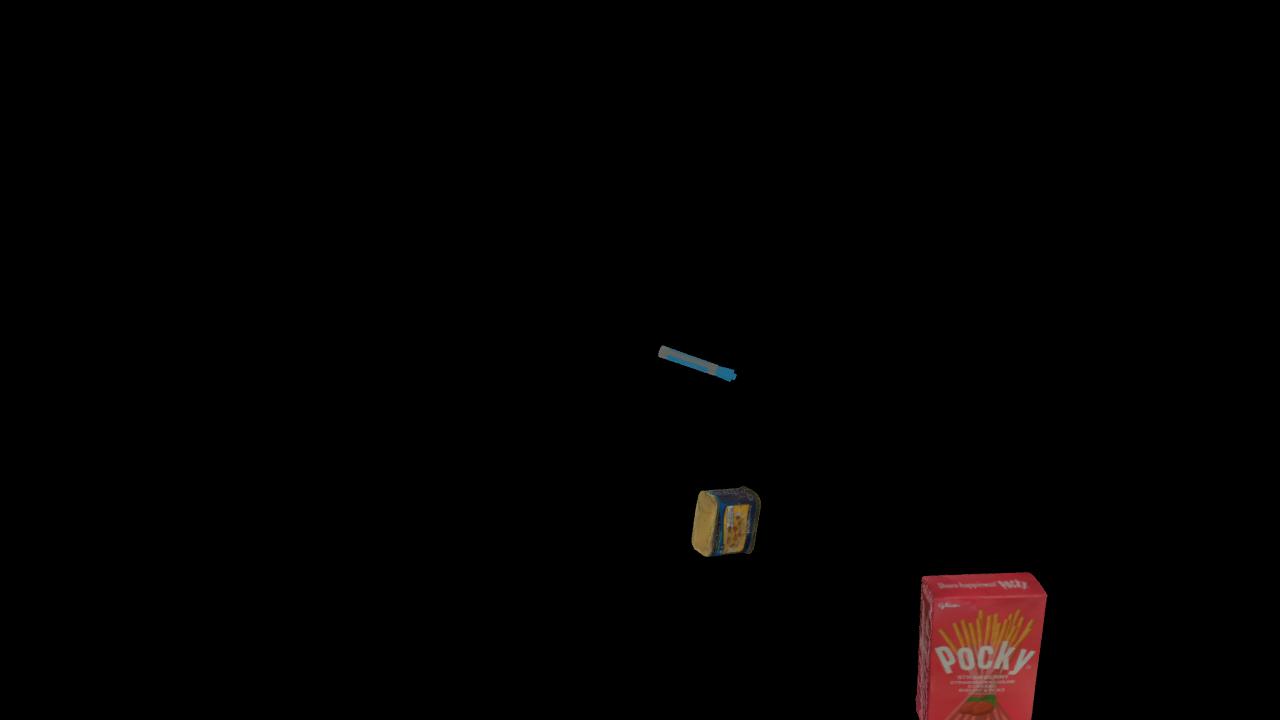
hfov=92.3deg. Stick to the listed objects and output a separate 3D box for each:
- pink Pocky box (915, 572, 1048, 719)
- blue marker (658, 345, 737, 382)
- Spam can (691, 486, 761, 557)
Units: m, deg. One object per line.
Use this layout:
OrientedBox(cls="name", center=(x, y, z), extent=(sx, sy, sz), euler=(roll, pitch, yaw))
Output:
OrientedBox(cls="pink Pocky box", center=(0.275, 0.244, 0.503), extent=(0.084, 0.155, 0.029), euler=(-5, 21, 8))
OrientedBox(cls="blue marker", center=(0.085, 0.006, 0.914), extent=(0.121, 0.020, 0.020), euler=(20, 6, 18))
OrientedBox(cls="Spam can", center=(0.133, 0.251, 0.956), extent=(0.085, 0.101, 0.058), euler=(3, 7, -31))
